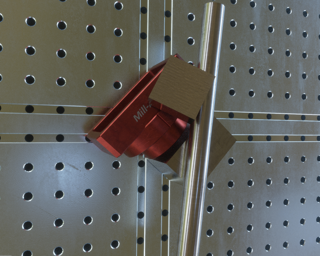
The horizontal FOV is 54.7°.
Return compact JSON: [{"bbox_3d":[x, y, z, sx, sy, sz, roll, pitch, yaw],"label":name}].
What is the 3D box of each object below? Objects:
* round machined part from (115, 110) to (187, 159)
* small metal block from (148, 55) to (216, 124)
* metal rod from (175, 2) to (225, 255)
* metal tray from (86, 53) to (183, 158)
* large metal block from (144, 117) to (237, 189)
[{"bbox_3d":[-0.005,-0.001,0.377,0.042,0.098,0.098,44,76,-15],"label":"round machined part"},{"bbox_3d":[0.021,-0.039,0.317,0.050,0.025,0.050,26,79,0],"label":"small metal block"},{"bbox_3d":[0.044,0.011,0.345,0.025,0.025,0.298,7,88,-20],"label":"metal rod"},{"bbox_3d":[-0.027,-0.026,0.369,0.030,0.090,0.130,45,76,-15],"label":"metal tray"},{"bbox_3d":[0.036,0.027,0.395,0.050,0.080,0.080,45,76,-15],"label":"large metal block"}]
